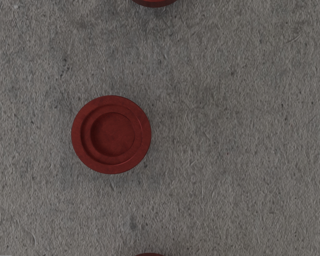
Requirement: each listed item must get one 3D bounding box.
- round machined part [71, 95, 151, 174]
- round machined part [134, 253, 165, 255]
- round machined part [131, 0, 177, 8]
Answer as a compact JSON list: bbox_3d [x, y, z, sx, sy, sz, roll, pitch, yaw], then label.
[{"bbox_3d":[-0.060,0.008,0.401,0.099,0.042,0.097,0,90,0],"label":"round machined part"},{"bbox_3d":[-0.014,0.210,0.401,0.099,0.042,0.097,0,90,0],"label":"round machined part"},{"bbox_3d":[-0.007,-0.204,0.401,0.099,0.042,0.097,0,90,0],"label":"round machined part"}]
